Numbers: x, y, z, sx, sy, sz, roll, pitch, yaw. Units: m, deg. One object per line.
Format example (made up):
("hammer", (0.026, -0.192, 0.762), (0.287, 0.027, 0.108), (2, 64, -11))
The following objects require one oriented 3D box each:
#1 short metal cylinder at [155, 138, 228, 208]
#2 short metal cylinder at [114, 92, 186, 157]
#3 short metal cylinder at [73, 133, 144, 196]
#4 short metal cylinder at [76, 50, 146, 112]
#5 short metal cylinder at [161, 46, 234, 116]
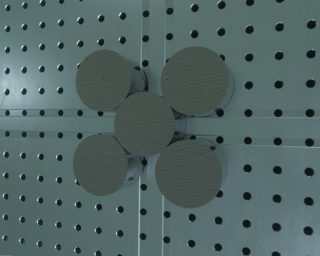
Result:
("short metal cylinder", (0.040, 0.053, 0.384), (0.080, 0.050, 0.079), (0, 90, 19))
("short metal cylinder", (-0.012, -0.005, 0.402), (0.080, 0.050, 0.079), (0, 90, 19))
("short metal cylinder", (-0.069, 0.047, 0.421), (0.080, 0.050, 0.079), (0, 90, 19))
("short metal cylinder", (-0.065, -0.061, 0.420), (0.080, 0.050, 0.079), (0, 90, 19))
("short metal cylinder", (0.047, -0.054, 0.380), (0.080, 0.050, 0.079), (0, 90, 19))
